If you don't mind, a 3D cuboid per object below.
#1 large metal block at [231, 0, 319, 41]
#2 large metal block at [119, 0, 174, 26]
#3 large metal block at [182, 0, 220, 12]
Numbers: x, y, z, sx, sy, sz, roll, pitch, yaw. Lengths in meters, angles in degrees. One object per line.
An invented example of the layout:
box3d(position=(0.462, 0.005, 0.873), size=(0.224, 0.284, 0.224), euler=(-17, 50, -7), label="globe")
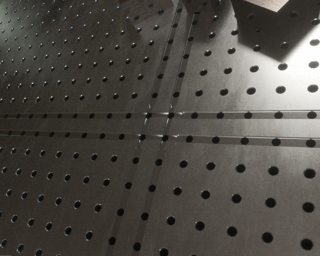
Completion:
box3d(position=(0.156, -0.177, 0.418), size=(0.080, 0.050, 0.080), euler=(-45, 51, -3), label="large metal block")
box3d(position=(-0.028, -0.243, 0.554), size=(0.080, 0.050, 0.080), euler=(-22, 54, 14), label="large metal block")
box3d(position=(0.067, -0.241, 0.485), size=(0.050, 0.080, 0.080), euler=(15, 70, 34), label="large metal block")
